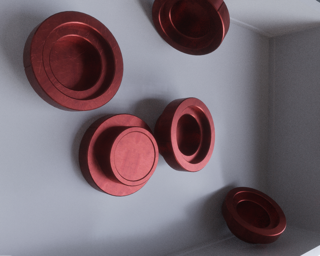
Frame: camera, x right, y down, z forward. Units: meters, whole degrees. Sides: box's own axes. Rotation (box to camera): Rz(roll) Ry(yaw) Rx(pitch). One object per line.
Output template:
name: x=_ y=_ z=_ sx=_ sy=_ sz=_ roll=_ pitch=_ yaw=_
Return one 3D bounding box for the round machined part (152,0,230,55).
round machined part: x=0.043 y=-0.145 z=0.397 sx=0.098 sy=0.098 sz=0.042 roll=48 pitch=57 yaw=-30

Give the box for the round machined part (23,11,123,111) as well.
round machined part: x=-0.091 y=-0.066 z=0.321 sx=0.099 sy=0.042 sz=0.097 roll=0 pitch=90 yaw=-40

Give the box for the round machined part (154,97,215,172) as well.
round machined part: x=0.030 y=0.009 z=0.417 sx=0.099 sy=0.042 sz=0.097 roll=3 pitch=86 yaw=-48

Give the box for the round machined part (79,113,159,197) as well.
round machined part: x=-0.041 y=0.032 z=0.363 sx=0.099 sy=0.042 sz=0.097 roll=0 pitch=90 yaw=-40

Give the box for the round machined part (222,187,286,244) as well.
round machined part: x=0.145 y=0.144 z=0.496 sx=0.099 sy=0.098 sz=0.042 roll=-14 pitch=133 yaw=-39
